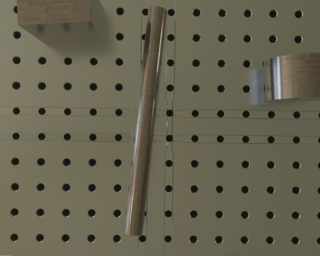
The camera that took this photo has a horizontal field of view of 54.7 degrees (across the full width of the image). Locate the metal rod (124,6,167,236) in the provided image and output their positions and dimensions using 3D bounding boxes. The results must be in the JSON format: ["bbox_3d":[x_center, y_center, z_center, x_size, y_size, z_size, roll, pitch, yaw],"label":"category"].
[{"bbox_3d":[-0.019,-0.009,0.412,0.025,0.025,0.298,6,90,0],"label":"metal rod"}]

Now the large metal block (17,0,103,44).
[{"bbox_3d":[-0.119,-0.142,0.385,0.080,0.080,0.050,-3,90,0],"label":"large metal block"}]

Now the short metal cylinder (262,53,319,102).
[{"bbox_3d":[0.171,-0.060,0.387,0.081,0.080,0.050,-2,90,0],"label":"short metal cylinder"}]
